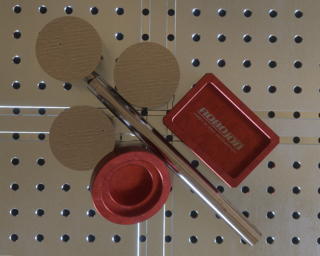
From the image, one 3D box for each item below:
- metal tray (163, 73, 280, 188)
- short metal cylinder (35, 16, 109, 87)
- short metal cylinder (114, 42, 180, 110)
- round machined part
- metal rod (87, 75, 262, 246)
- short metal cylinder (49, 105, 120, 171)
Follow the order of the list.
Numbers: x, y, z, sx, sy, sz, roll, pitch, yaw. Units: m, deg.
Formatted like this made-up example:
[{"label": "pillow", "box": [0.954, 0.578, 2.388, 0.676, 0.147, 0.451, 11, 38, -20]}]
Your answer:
[{"label": "metal tray", "box": [0.079, 0.003, 0.410, 0.130, 0.030, 0.090, 44, 90, 0]}, {"label": "short metal cylinder", "box": [-0.110, -0.096, 0.400, 0.081, 0.050, 0.080, 0, 90, 0]}, {"label": "short metal cylinder", "box": [-0.016, -0.065, 0.400, 0.081, 0.050, 0.080, 0, 90, 0]}, {"label": "round machined part", "box": [-0.039, 0.069, 0.394, 0.099, 0.042, 0.097, -5, 107, -18]}, {"label": "metal rod", "box": [0.019, 0.043, 0.414, 0.300, 0.025, 0.025, 44, 90, 0]}, {"label": "short metal cylinder", "box": [-0.094, 0.012, 0.400, 0.081, 0.050, 0.080, 0, 90, 0]}]
